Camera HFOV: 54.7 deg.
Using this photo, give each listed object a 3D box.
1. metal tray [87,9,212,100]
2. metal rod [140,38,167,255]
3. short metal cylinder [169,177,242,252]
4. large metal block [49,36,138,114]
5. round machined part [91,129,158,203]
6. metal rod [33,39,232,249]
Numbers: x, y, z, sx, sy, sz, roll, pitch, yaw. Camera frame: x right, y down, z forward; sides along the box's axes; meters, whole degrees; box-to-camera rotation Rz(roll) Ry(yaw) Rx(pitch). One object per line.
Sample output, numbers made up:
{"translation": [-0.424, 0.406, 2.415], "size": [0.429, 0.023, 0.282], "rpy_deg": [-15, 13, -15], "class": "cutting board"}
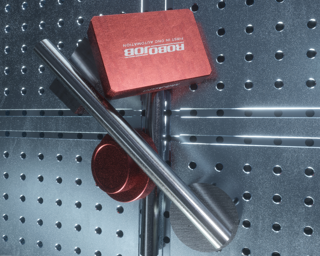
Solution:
{"translation": [-0.011, -0.090, 0.371], "size": [0.131, 0.030, 0.090], "rpy_deg": [-14, 83, -23], "class": "metal tray"}
{"translation": [-0.008, 0.020, 0.414], "size": [0.025, 0.025, 0.298], "rpy_deg": [3, 91, 19], "class": "metal rod"}
{"translation": [0.058, 0.103, 0.379], "size": [0.080, 0.050, 0.079], "rpy_deg": [0, 90, 19], "class": "short metal cylinder"}
{"translation": [-0.084, -0.064, 0.413], "size": [0.050, 0.080, 0.080], "rpy_deg": [43, 103, 14], "class": "large metal block"}
{"translation": [-0.052, 0.049, 0.404], "size": [0.098, 0.042, 0.097], "rpy_deg": [0, 90, 37], "class": "round machined part"}
{"translation": [-0.035, 0.013, 0.349], "size": [0.300, 0.025, 0.025], "rpy_deg": [46, 104, 5], "class": "metal rod"}
